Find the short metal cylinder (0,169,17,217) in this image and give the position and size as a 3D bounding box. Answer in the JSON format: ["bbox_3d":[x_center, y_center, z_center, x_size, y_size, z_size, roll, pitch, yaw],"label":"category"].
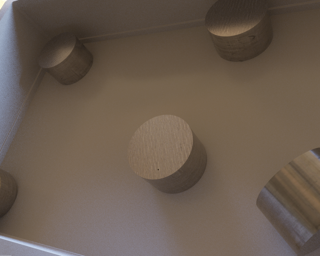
[{"bbox_3d":[-0.260,0.093,0.451,0.080,0.050,0.080,0,67,1],"label":"short metal cylinder"}]

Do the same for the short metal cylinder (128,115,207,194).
[{"bbox_3d":[0.009,0.031,0.366,0.080,0.050,0.080,-13,56,21],"label":"short metal cylinder"}]

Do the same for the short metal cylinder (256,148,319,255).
[{"bbox_3d":[0.131,0.063,0.263,0.080,0.080,0.050,-38,51,3],"label":"short metal cylinder"}]

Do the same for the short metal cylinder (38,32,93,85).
[{"bbox_3d":[-0.168,-0.124,0.554,0.080,0.050,0.080,-13,56,21],"label":"short metal cylinder"}]

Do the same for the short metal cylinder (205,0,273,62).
[{"bbox_3d":[0.107,-0.137,0.417,0.080,0.050,0.080,-13,56,21],"label":"short metal cylinder"}]
